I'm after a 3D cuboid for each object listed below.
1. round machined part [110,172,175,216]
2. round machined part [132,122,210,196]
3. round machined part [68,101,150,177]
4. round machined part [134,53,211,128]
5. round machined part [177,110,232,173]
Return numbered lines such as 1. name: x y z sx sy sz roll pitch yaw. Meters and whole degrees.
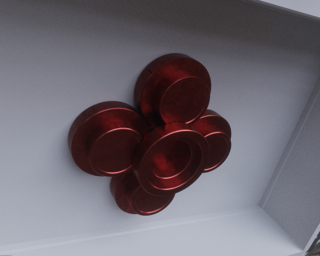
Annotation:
1. round machined part: -0.016 0.084 0.438 0.099 0.042 0.097 -14 123 -22
2. round machined part: 0.011 0.035 0.395 0.099 0.042 0.097 -14 124 -21
3. round machined part: -0.057 0.020 0.376 0.099 0.042 0.097 -14 124 -21
4. round machined part: 0.022 -0.039 0.382 0.099 0.042 0.097 -14 124 -21
5. round machined part: 0.062 0.026 0.444 0.099 0.042 0.097 -14 124 -21
